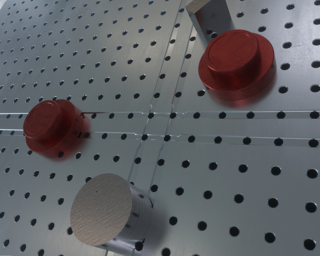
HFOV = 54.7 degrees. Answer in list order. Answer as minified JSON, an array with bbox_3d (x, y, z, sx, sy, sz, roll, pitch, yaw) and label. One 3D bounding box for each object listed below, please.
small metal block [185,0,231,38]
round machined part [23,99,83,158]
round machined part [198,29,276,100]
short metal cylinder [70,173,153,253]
[{"bbox_3d":[0.072,-0.172,0.460,0.050,0.050,0.025,-39,51,2],"label":"small metal block"},{"bbox_3d":[-0.176,-0.006,0.494,0.098,0.042,0.098,-13,56,21],"label":"round machined part"},{"bbox_3d":[0.096,-0.088,0.401,0.098,0.042,0.098,-13,56,21],"label":"round machined part"},{"bbox_3d":[-0.055,0.099,0.361,0.080,0.050,0.080,-13,56,21],"label":"short metal cylinder"}]
